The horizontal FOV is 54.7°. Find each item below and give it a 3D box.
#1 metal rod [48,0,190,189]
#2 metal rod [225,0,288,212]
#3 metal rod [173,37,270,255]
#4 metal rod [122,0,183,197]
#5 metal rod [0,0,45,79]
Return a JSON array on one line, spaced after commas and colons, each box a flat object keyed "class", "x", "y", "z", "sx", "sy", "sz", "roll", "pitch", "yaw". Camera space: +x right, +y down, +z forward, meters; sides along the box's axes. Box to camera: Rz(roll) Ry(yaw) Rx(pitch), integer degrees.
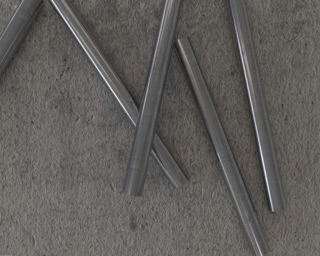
[{"class": "metal rod", "x": -0.054, "y": -0.051, "z": 0.409, "sx": 0.025, "sy": 0.025, "sz": 0.299, "roll": -34, "pitch": 90, "yaw": 0}, {"class": "metal rod", "x": 0.126, "y": -0.040, "z": 0.410, "sx": 0.025, "sy": 0.025, "sz": 0.298, "roll": -12, "pitch": 90, "yaw": 0}, {"class": "metal rod", "x": 0.081, "y": 0.024, "z": 0.410, "sx": 0.025, "sy": 0.025, "sz": 0.299, "roll": -21, "pitch": 90, "yaw": 0}, {"class": "metal rod", "x": -0.004, "y": -0.065, "z": 0.391, "sx": 0.025, "sy": 0.025, "sz": 0.299, "roll": 12, "pitch": 83, "yaw": 0}, {"class": "metal rod", "x": -0.239, "y": -0.044, "z": 0.407, "sx": 0.025, "sy": 0.025, "sz": 0.299, "roll": 30, "pitch": 90, "yaw": 0}]
